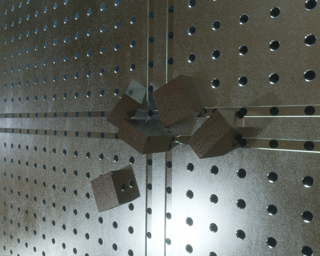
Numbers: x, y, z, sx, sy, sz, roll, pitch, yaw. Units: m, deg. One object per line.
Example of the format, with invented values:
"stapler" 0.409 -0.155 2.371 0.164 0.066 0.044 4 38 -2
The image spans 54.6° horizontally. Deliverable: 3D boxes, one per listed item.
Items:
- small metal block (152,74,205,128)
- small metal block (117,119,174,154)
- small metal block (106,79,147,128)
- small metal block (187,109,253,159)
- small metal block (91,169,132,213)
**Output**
"small metal block" 0.022 -0.032 0.392 0.050 0.025 0.050 -28 72 36
"small metal block" -0.019 0.010 0.410 0.050 0.050 0.025 32 110 35
"small metal block" -0.046 -0.033 0.430 0.025 0.050 0.050 33 119 -12
"small metal block" 0.066 0.007 0.339 0.050 0.050 0.025 -50 61 28
"small metal block" -0.075 0.096 0.473 0.050 0.025 0.050 -29 72 36
